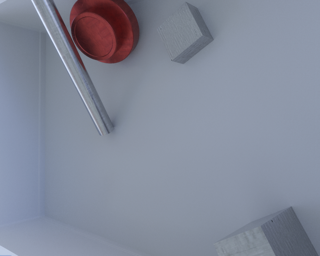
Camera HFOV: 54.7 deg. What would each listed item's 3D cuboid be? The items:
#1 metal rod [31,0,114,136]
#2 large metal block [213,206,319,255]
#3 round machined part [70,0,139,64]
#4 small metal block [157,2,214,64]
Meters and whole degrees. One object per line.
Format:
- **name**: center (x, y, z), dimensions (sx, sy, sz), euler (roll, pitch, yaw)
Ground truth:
- **metal rod**: center (-0.132, -0.120, 0.410), dimensions (0.025, 0.025, 0.299), euler (2, 125, 40)
- **large metal block**: center (0.106, 0.126, 0.283), dimensions (0.050, 0.081, 0.080), euler (-37, 68, 34)
- **round machined part**: center (-0.082, -0.133, 0.428), dimensions (0.098, 0.042, 0.097), euler (13, 132, 15)
- **small metal block**: center (0.030, -0.115, 0.380), dimensions (0.050, 0.025, 0.050), euler (-34, 69, 34)
